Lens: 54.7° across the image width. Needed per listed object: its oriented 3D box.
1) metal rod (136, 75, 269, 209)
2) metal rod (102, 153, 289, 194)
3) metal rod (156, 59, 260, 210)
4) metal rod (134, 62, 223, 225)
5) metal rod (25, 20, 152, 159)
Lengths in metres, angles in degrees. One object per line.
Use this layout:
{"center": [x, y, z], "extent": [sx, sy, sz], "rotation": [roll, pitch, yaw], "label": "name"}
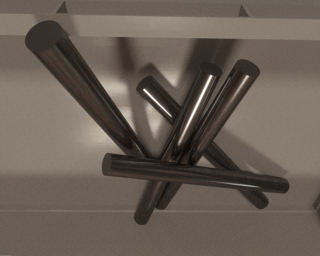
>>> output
{"center": [0.076, 0.036, 0.440], "extent": [0.025, 0.025, 0.300], "rotation": [-32, 124, 24], "label": "metal rod"}
{"center": [0.068, 0.066, 0.413], "extent": [0.302, 0.025, 0.025], "rotation": [12, 131, -31], "label": "metal rod"}
{"center": [0.042, 0.034, 0.406], "extent": [0.025, 0.025, 0.298], "rotation": [12, 139, -11], "label": "metal rod"}
{"center": [0.011, 0.044, 0.415], "extent": [0.025, 0.025, 0.298], "rotation": [12, 132, -11], "label": "metal rod"}
{"center": [-0.044, 0.001, 0.330], "extent": [0.025, 0.025, 0.300], "rotation": [-10, 155, 8], "label": "metal rod"}
